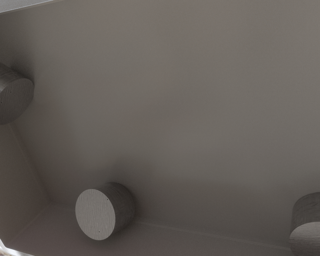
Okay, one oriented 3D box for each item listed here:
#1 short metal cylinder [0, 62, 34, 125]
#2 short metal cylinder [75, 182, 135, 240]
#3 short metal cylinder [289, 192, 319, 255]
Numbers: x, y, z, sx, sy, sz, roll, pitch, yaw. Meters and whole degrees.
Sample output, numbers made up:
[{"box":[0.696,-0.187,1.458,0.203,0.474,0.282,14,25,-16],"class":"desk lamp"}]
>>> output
[{"box":[-0.238,-0.052,0.464,0.050,0.080,0.079,31,128,8],"class":"short metal cylinder"},{"box":[-0.089,0.132,0.500,0.080,0.050,0.079,2,94,29],"class":"short metal cylinder"},{"box":[0.197,0.123,0.365,0.080,0.050,0.079,13,124,20],"class":"short metal cylinder"}]
